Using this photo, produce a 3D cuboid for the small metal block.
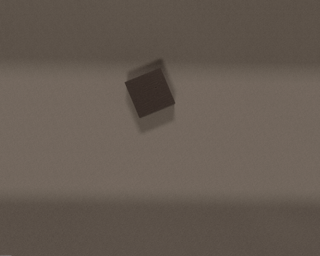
[{"bbox_3d":[-0.013,-0.045,0.411,0.050,0.025,0.050,-22,90,-1],"label":"small metal block"}]
